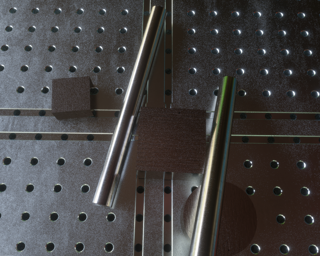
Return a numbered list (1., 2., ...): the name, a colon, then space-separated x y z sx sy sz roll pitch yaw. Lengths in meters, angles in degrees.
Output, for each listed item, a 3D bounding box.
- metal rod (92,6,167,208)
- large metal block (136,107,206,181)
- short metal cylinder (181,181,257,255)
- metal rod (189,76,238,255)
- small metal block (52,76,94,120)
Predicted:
1. metal rod: -0.036 -0.043 0.426 0.025 0.025 0.299 13 70 4
2. large metal block: 0.014 0.021 0.391 0.081 0.050 0.080 3 70 1
3. short metal cylinder: 0.065 0.106 0.361 0.081 0.050 0.080 0 70 -1
4. metal rod: 0.062 0.048 0.344 0.025 0.025 0.300 14 51 5
5. small metal block: -0.119 -0.041 0.425 0.050 0.025 0.050 -5 70 -3
